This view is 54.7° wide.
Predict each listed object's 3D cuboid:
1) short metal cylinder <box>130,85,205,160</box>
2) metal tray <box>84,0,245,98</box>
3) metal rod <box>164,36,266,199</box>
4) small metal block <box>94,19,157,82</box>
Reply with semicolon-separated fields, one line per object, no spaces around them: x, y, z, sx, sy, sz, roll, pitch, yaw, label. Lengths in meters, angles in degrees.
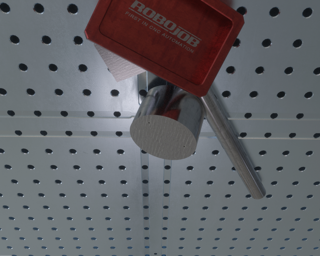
0.010;-0.005;0.376;0.080;0.050;0.080;12;141;10;short metal cylinder
0.005;-0.097;0.299;0.131;0.030;0.090;25;97;-20;metal tray
0.087;0.005;0.416;0.025;0.025;0.300;-23;127;18;metal rod
-0.036;-0.085;0.339;0.050;0.025;0.050;-18;128;15;small metal block
